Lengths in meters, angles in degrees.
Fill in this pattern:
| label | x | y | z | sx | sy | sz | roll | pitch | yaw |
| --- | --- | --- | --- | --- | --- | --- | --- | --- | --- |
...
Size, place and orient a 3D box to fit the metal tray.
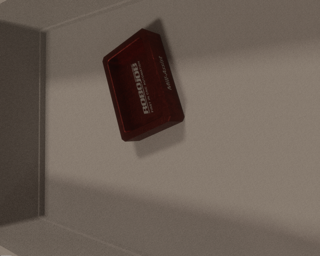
| label | x | y | z | sx | sy | sz | roll | pitch | yaw |
| --- | --- | --- | --- | --- | --- | --- | --- | --- | --- |
| metal tray | -0.026 | -0.056 | 0.423 | 0.090 | 0.030 | 0.129 | -25 | 75 | 37 |
